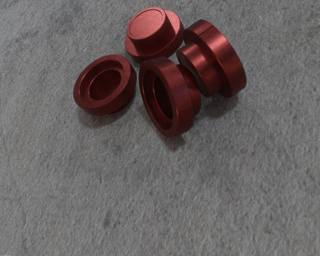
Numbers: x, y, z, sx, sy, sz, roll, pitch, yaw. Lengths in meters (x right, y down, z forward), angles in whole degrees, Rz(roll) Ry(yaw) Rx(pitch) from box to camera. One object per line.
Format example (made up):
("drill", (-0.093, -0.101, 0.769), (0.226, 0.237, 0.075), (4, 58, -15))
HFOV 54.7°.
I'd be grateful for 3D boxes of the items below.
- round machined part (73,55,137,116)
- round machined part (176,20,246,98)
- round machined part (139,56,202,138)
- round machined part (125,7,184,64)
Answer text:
("round machined part", (-0.078, -0.060, 0.469), (0.098, 0.042, 0.098), (-13, 56, 20))
("round machined part", (0.056, -0.075, 0.371), (0.042, 0.098, 0.098), (-35, 51, -1))
("round machined part", (0.015, -0.041, 0.381), (0.042, 0.097, 0.098), (-22, 48, -21))
("round machined part", (-0.014, -0.152, 0.492), (0.098, 0.042, 0.098), (-13, 56, 20))
